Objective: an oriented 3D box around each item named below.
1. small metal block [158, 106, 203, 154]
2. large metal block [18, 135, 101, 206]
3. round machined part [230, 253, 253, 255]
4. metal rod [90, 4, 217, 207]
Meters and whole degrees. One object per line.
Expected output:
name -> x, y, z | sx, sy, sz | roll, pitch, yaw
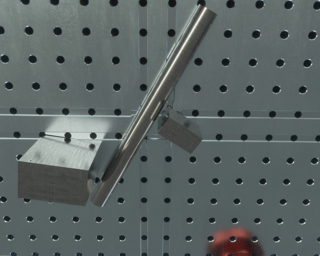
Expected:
small metal block -> 0.025, 0.001, 0.401 | 0.050, 0.050, 0.025 | 32, 107, -11
large metal block -> -0.127, 0.052, 0.402 | 0.081, 0.080, 0.050 | 8, 110, -3
round machined part -> 0.132, 0.241, 0.495 | 0.099, 0.042, 0.097 | 0, 110, 0
metal rod -> -0.017, -0.016, 0.407 | 0.025, 0.025, 0.298 | 28, 108, -10
